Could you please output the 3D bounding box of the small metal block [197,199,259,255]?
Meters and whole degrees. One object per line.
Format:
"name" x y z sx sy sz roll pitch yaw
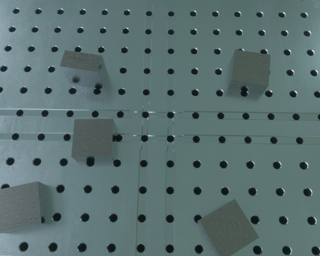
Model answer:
"small metal block" 0.079 0.120 0.368 0.050 0.025 0.050 -28 72 -10

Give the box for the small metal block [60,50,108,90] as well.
"small metal block" -0.103 -0.079 0.427 0.050 0.050 0.025 9 71 3

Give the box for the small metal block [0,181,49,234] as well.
"small metal block" -0.167 0.096 0.376 0.050 0.025 0.050 -12 71 -4

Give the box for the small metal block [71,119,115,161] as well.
"small metal block" -0.085 0.016 0.406 0.050 0.025 0.050 -1 70 0

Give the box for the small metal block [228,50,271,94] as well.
"small metal block" 0.127 -0.080 0.442 0.050 0.025 0.050 10 70 3
